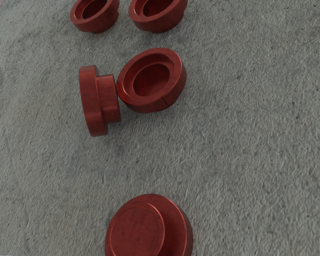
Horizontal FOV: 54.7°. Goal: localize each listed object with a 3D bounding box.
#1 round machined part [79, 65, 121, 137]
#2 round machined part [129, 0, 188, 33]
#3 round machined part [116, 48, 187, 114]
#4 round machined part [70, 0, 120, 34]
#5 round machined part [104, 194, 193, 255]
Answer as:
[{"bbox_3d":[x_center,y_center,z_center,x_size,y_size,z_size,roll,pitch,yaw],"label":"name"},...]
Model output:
[{"bbox_3d":[-0.080,-0.039,0.429,0.042,0.098,0.098,-9,54,-5],"label":"round machined part"},{"bbox_3d":[0.001,-0.197,0.513,0.098,0.042,0.098,-13,56,21],"label":"round machined part"},{"bbox_3d":[-0.008,-0.061,0.435,0.098,0.042,0.098,-13,56,20],"label":"round machined part"},{"bbox_3d":[-0.119,-0.220,0.590,0.098,0.042,0.098,-13,56,21],"label":"round machined part"},{"bbox_3d":[-0.018,0.117,0.331,0.098,0.042,0.098,-13,56,21],"label":"round machined part"}]
